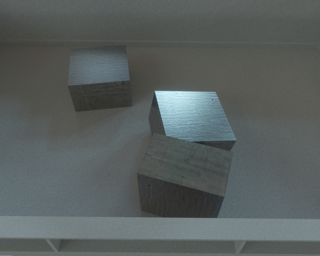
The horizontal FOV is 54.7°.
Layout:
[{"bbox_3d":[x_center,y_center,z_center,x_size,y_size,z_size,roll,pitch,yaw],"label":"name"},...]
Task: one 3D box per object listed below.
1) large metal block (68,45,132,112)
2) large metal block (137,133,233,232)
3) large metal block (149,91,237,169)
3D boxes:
[{"bbox_3d":[-0.085,-0.073,0.449,0.081,0.050,0.080,-6,50,-6],"label":"large metal block"},{"bbox_3d":[0.025,0.058,0.321,0.080,0.080,0.050,13,52,11],"label":"large metal block"},{"bbox_3d":[0.035,0.001,0.380,0.081,0.050,0.080,-1,49,-15],"label":"large metal block"}]
